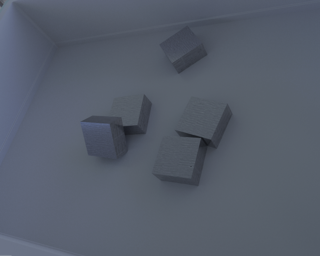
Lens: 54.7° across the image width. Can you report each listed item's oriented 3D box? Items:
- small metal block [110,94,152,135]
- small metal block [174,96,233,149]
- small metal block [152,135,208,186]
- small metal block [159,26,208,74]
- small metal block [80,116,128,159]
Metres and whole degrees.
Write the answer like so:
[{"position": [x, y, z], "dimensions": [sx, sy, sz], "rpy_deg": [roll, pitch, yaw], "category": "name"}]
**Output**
[{"position": [-0.043, -0.018, 0.440], "dimensions": [0.050, 0.025, 0.050], "rpy_deg": [-4, 60, 26], "category": "small metal block"}, {"position": [0.054, -0.008, 0.382], "dimensions": [0.050, 0.025, 0.050], "rpy_deg": [16, 70, 34], "category": "small metal block"}, {"position": [0.024, 0.038, 0.370], "dimensions": [0.050, 0.025, 0.050], "rpy_deg": [3, 63, 29], "category": "small metal block"}, {"position": [0.034, -0.116, 0.459], "dimensions": [0.050, 0.025, 0.050], "rpy_deg": [-33, 52, 7], "category": "small metal block"}, {"position": [-0.075, 0.012, 0.420], "dimensions": [0.050, 0.050, 0.025], "rpy_deg": [4, 23, 30], "category": "small metal block"}]
